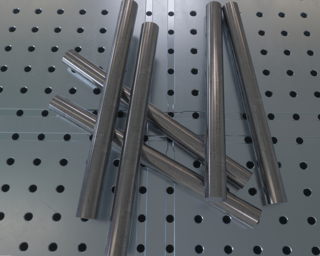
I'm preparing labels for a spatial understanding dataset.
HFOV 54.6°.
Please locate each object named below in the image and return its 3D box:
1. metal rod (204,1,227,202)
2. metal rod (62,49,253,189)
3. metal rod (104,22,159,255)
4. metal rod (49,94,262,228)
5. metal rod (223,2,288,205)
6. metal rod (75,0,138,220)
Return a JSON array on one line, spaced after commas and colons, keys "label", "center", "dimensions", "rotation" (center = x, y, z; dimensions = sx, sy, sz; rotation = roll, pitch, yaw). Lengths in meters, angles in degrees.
[{"label": "metal rod", "center": [0.073, -0.053, 0.414], "dimensions": [0.025, 0.025, 0.299], "rotation": [4, 64, 1]}, {"label": "metal rod", "center": [-0.011, -0.018, 0.418], "dimensions": [0.300, 0.025, 0.025], "rotation": [35, 74, 12]}, {"label": "metal rod", "center": [-0.031, -0.002, 0.384], "dimensions": [0.025, 0.025, 0.299], "rotation": [6, 70, 2]}, {"label": "metal rod", "center": [-0.013, 0.037, 0.398], "dimensions": [0.301, 0.025, 0.025], "rotation": [29, 73, 10]}, {"label": "metal rod", "center": [0.126, -0.047, 0.429], "dimensions": [0.025, 0.025, 0.299], "rotation": [-6, 70, -2]}, {"label": "metal rod", "center": [-0.063, -0.038, 0.397], "dimensions": [0.025, 0.025, 0.299], "rotation": [7, 70, 2]}]
